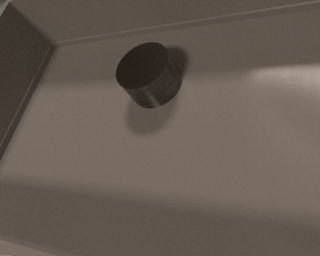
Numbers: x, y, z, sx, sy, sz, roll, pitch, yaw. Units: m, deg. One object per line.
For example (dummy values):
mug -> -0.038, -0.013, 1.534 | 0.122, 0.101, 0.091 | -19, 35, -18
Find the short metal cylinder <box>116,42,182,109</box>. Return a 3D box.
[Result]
short metal cylinder -> -0.015, -0.075, 0.442 | 0.080, 0.050, 0.080 | -13, 56, 20
